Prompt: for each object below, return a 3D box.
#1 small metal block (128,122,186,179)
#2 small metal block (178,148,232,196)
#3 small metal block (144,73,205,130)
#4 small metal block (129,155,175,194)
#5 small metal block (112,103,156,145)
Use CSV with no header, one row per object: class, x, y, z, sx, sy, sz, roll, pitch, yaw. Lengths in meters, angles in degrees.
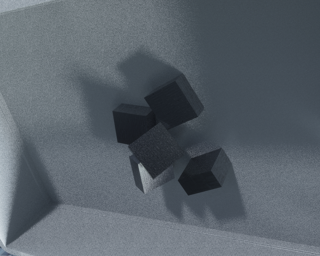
small metal block,-0.004,0.029,0.388,0.050,0.050,0.025,51,170,8
small metal block,0.058,0.056,0.396,0.050,0.050,0.025,-24,105,36
small metal block,0.018,-0.031,0.379,0.050,0.025,0.050,-24,106,36
small metal block,-0.010,0.055,0.427,0.025,0.050,0.050,31,138,51
small metal block,-0.033,-0.003,0.423,0.050,0.025,0.050,9,122,23
